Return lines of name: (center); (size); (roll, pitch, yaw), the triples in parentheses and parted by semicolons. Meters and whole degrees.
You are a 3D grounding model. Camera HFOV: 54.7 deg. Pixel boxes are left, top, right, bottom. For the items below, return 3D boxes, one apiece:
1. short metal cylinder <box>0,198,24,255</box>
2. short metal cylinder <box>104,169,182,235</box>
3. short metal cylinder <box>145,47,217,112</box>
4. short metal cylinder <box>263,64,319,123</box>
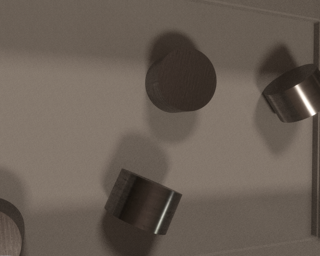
short metal cylinder: (-0.189, 0.118, 0.328); (0.081, 0.050, 0.079); (0, 90, -21)
short metal cylinder: (-0.020, 0.088, 0.375); (0.080, 0.080, 0.050); (26, 81, -19)
short metal cylinder: (0.027, -0.061, 0.408); (0.081, 0.050, 0.079); (0, 90, -21)
short metal cylinder: (0.203, -0.051, 0.458); (0.080, 0.080, 0.050); (-39, 103, -16)
